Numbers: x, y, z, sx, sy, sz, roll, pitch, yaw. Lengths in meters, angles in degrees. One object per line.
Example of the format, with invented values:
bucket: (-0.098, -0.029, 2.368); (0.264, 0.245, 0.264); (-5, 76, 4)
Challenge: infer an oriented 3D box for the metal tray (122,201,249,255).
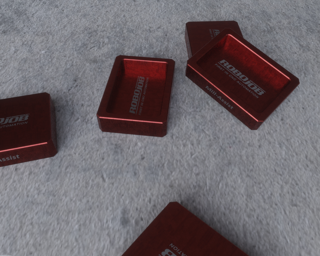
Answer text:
metal tray: (0.034, 0.140, 0.282); (0.130, 0.030, 0.090); (33, 57, 24)

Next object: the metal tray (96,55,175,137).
metal tray: (-0.029, -0.050, 0.441); (0.091, 0.030, 0.130); (5, 50, 4)

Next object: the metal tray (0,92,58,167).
metal tray: (-0.203, 0.005, 0.393); (0.131, 0.030, 0.090); (-11, 51, -10)

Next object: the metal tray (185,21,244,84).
metal tray: (0.093, -0.127, 0.508); (0.091, 0.030, 0.130); (-2, 50, -2)

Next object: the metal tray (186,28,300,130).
metal tray: (0.112, -0.071, 0.431); (0.130, 0.030, 0.090); (42, 72, 15)
